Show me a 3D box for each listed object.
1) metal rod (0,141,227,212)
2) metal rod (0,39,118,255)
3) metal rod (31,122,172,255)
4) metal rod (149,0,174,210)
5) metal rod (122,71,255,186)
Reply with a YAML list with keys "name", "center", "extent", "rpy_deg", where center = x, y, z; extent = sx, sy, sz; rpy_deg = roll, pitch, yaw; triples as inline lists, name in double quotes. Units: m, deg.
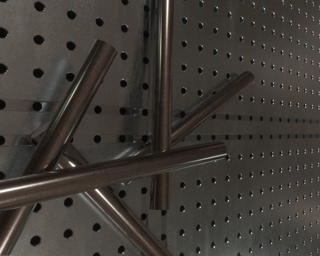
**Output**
- name: "metal rod"
  center: [-0.042, 0.043, 0.311]
  extent: [0.303, 0.025, 0.025]
  rpy_deg: [-7, 95, -38]
- name: "metal rod"
  center: [-0.118, 0.051, 0.285]
  extent: [0.025, 0.025, 0.299]
  rpy_deg: [33, 77, -36]
- name: "metal rod"
  center: [-0.041, 0.111, 0.376]
  extent: [0.025, 0.025, 0.299]
  rpy_deg: [-50, 120, -28]
- name: "metal rod"
  center: [0.003, -0.051, 0.392]
  extent: [0.025, 0.025, 0.298]
  rpy_deg: [10, 77, -40]
- name: "metal rod"
  center: [0.053, -0.015, 0.456]
  extent: [0.302, 0.025, 0.025]
  rpy_deg: [-36, 113, -34]
